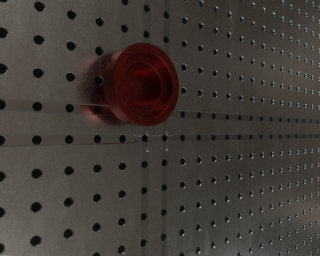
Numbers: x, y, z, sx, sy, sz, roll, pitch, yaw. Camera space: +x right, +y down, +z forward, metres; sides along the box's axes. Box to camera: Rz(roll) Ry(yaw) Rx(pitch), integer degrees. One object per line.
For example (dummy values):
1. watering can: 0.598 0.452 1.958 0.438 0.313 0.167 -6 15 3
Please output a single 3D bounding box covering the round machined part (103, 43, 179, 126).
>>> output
1. round machined part: -0.027 -0.051 0.377 0.099 0.042 0.097 0 90 -40
